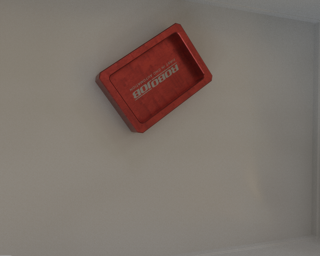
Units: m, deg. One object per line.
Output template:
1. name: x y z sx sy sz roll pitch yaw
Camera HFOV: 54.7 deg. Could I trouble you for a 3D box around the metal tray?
1. metal tray: -0.005 -0.065 0.406 0.131 0.030 0.090 -38 103 -16
